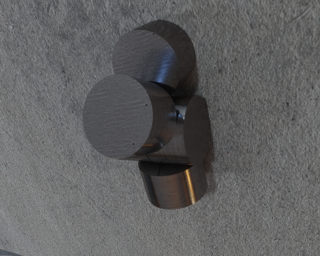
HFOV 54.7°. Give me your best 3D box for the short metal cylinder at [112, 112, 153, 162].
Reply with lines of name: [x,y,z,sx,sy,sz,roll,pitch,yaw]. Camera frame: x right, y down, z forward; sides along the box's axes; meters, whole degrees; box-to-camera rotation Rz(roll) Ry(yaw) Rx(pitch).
short metal cylinder: [-0.025,0.001,0.386,0.050,0.080,0.079,1,119,27]

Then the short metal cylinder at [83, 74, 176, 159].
short metal cylinder: [-0.030,-0.011,0.315,0.080,0.050,0.079,0,90,27]

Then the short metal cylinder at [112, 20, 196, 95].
short metal cylinder: [-0.006,-0.076,0.348,0.080,0.050,0.079,13,124,20]

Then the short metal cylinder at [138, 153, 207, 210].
short metal cylinder: [0.017,0.059,0.399,0.080,0.080,0.050,0,118,28]

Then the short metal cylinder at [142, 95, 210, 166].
short metal cylinder: [0.021,0.002,0.361,0.050,0.080,0.080,1,119,28]
